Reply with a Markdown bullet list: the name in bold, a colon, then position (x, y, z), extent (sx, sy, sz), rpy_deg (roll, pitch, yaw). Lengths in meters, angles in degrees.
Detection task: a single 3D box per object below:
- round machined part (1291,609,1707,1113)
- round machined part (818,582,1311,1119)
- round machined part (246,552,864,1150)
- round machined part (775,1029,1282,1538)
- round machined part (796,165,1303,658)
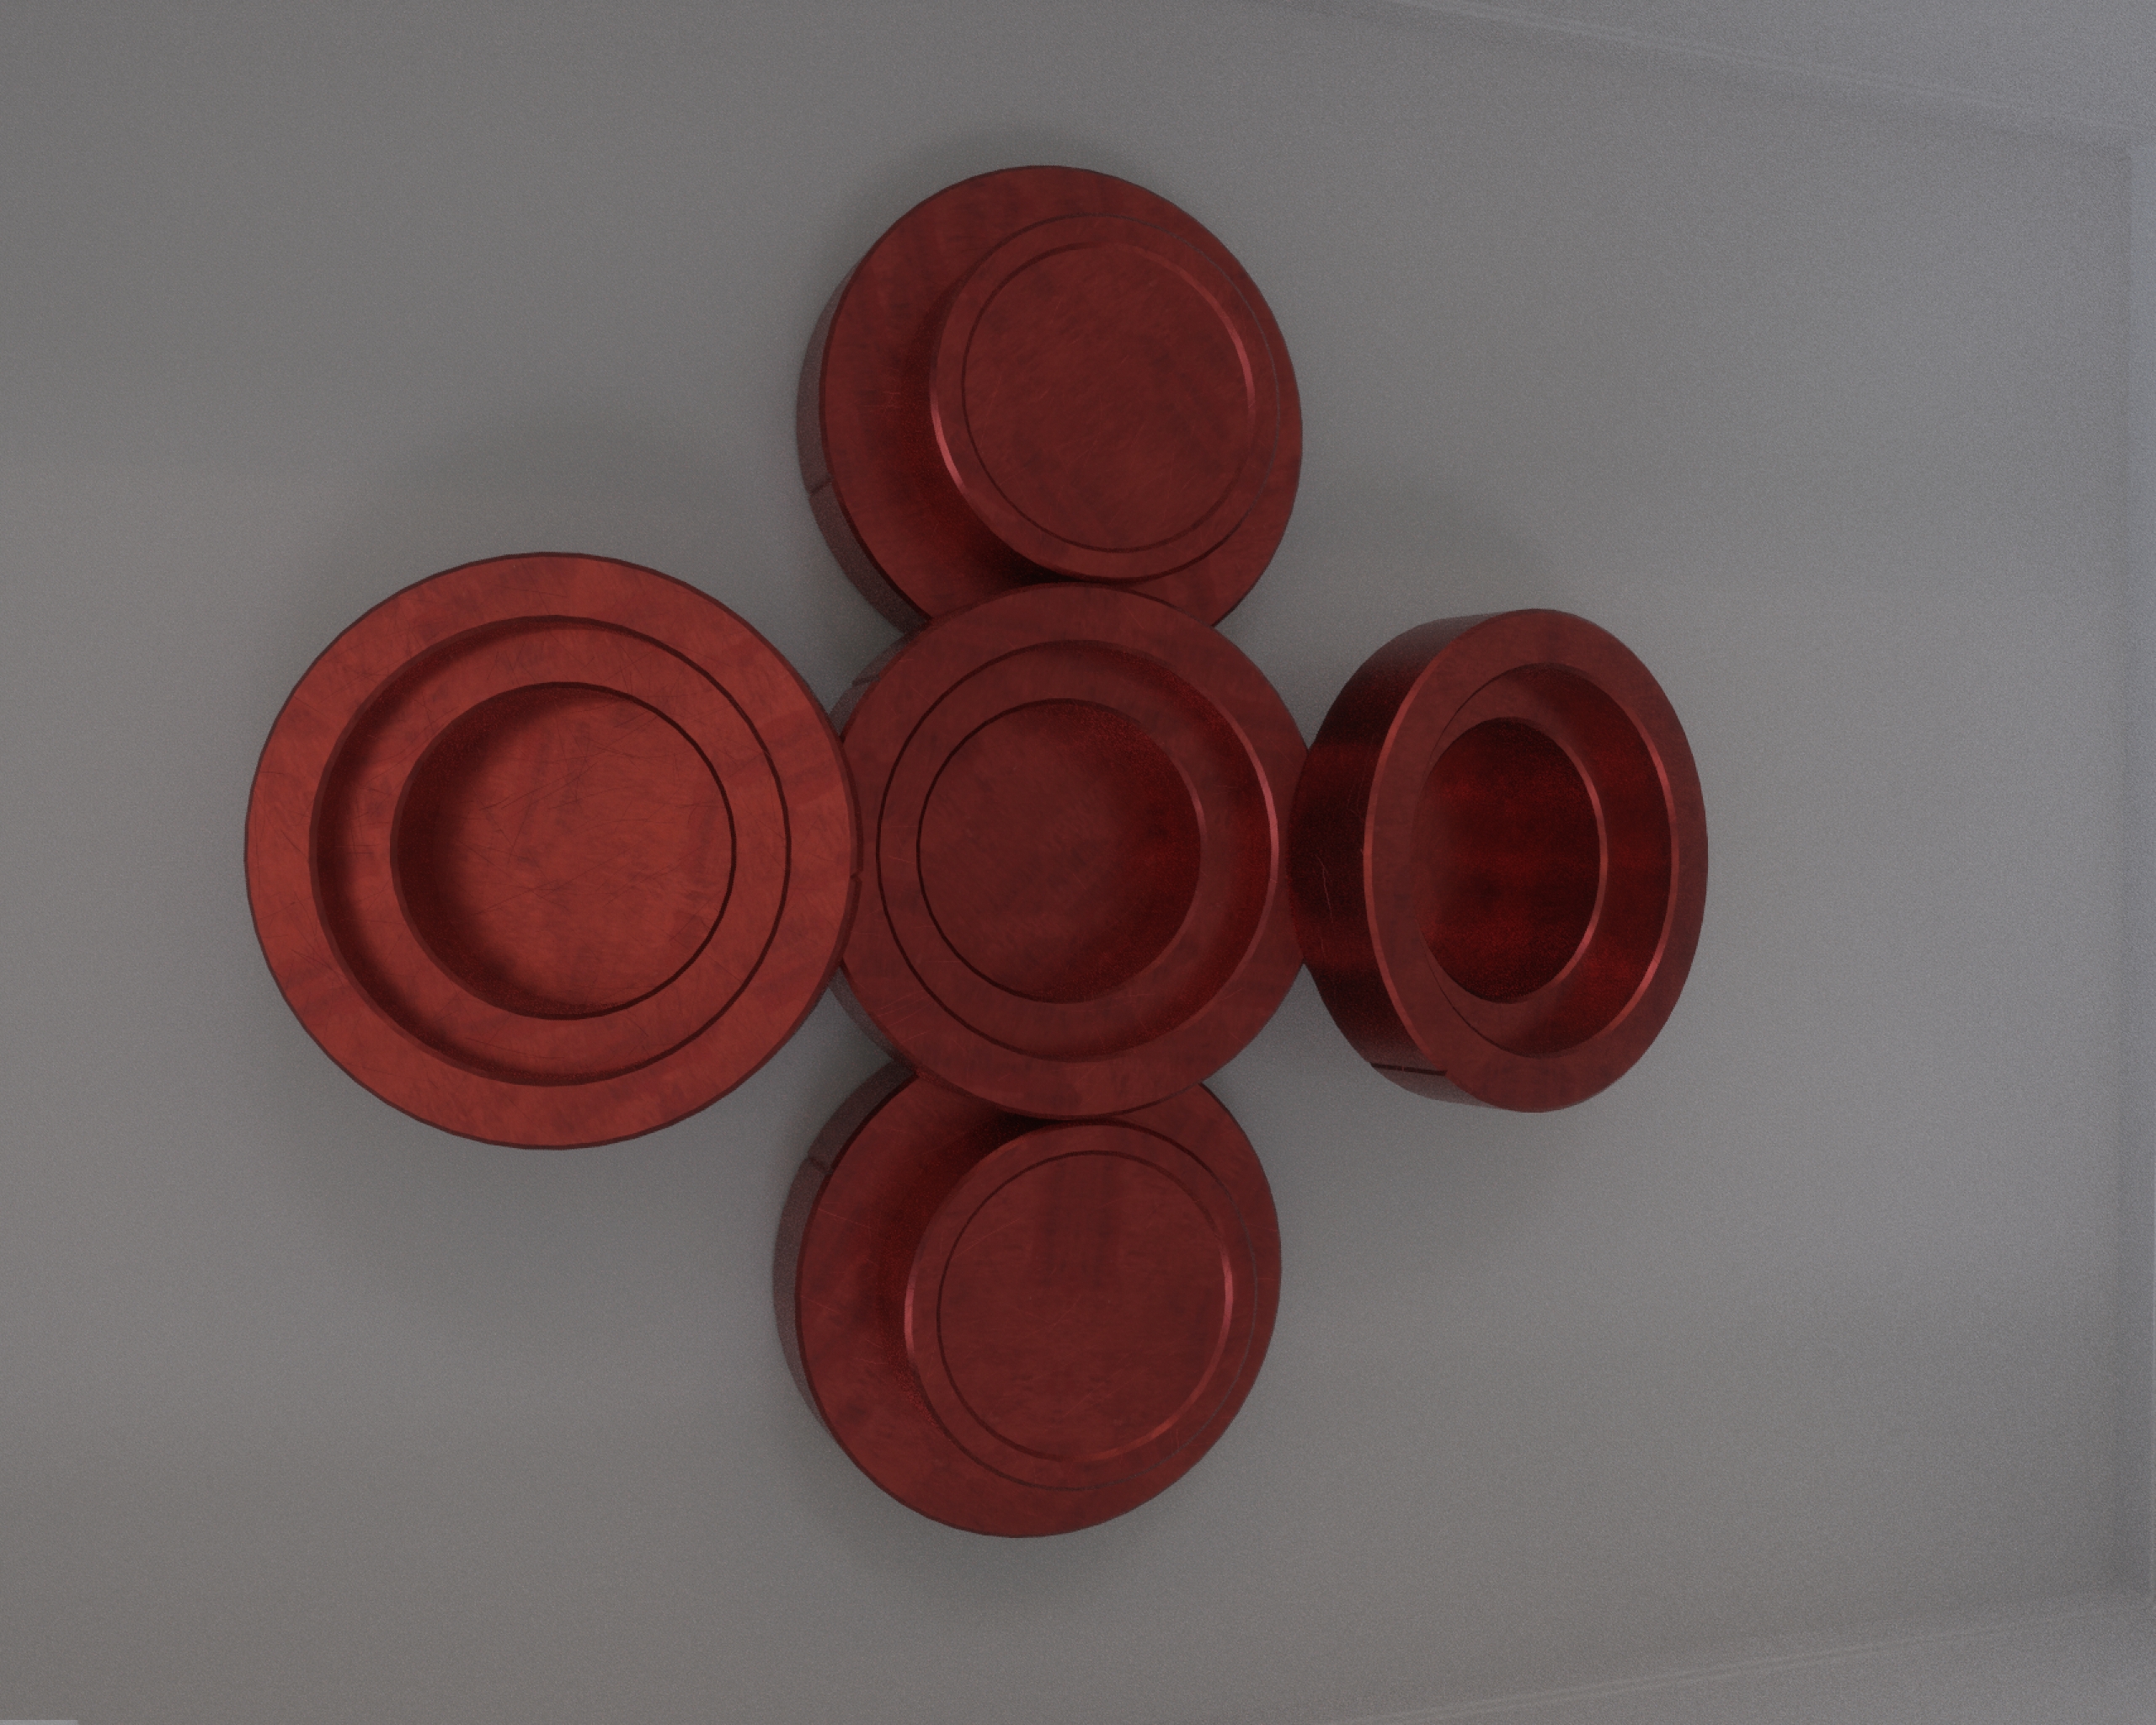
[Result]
- **round machined part**: position (0.079, 0.000, 0.420), extent (0.099, 0.042, 0.097), rpy_deg (0, 91, -37)
- **round machined part**: position (-0.006, -0.002, 0.397), extent (0.099, 0.042, 0.097), rpy_deg (0, 90, -20)
- **round machined part**: position (-0.086, -0.002, 0.359), extent (0.099, 0.042, 0.097), rpy_deg (0, 90, -3)
- **round machined part**: position (-0.005, 0.080, 0.398), extent (0.099, 0.042, 0.097), rpy_deg (0, 90, -20)
- **round machined part**: position (-0.001, -0.085, 0.399), extent (0.099, 0.042, 0.097), rpy_deg (0, 90, -20)
